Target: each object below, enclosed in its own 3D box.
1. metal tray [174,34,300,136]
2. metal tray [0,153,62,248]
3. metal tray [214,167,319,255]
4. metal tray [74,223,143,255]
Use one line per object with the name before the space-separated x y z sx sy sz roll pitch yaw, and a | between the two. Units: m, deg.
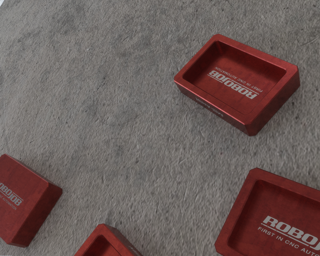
metal tray | 0.092 -0.059 0.388 0.090 0.030 0.130 -47 51 -5
metal tray | -0.213 0.101 0.451 0.130 0.030 0.090 20 72 35
metal tray | 0.126 0.100 0.272 0.130 0.030 0.090 20 72 35
metal tray | -0.045 0.174 0.317 0.130 0.030 0.090 31 79 38
